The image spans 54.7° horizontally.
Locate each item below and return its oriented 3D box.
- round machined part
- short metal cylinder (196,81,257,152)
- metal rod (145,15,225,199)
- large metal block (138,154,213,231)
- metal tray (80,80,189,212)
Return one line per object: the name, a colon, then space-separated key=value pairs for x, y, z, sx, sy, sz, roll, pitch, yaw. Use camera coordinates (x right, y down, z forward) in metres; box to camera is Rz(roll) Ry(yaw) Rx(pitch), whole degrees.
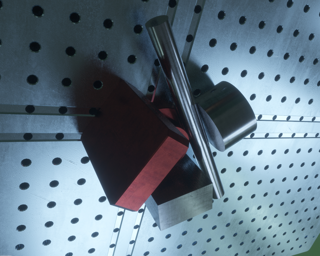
round machined part: x=-0.001 y=0.017 z=0.412 sx=0.099 sy=0.042 sz=0.097 roll=-14 pitch=125 yaw=-21
short metal cylinder: x=0.082 y=-0.015 z=0.411 sx=0.050 sy=0.080 sz=0.080 roll=-32 pitch=129 yaw=-8
metal rod: x=0.044 y=-0.002 z=0.408 sx=0.025 sy=0.025 sz=0.299 roll=-31 pitch=129 yaw=-9
large metal block: x=0.019 y=0.086 z=0.441 sx=0.081 sy=0.080 sz=0.050 roll=-18 pitch=126 yaw=-19
metal tray: x=-0.035 y=0.013 z=0.334 sx=0.030 sy=0.130 sz=0.090 roll=31 pitch=101 yaw=-38
